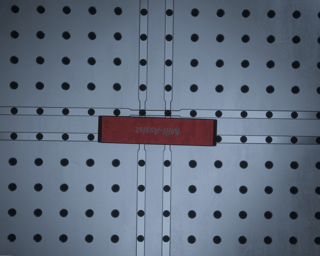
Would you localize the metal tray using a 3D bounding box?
[{"bbox_3d":[-0.003,0.003,0.380,0.131,0.090,0.030,2,90,-1],"label":"metal tray"}]
